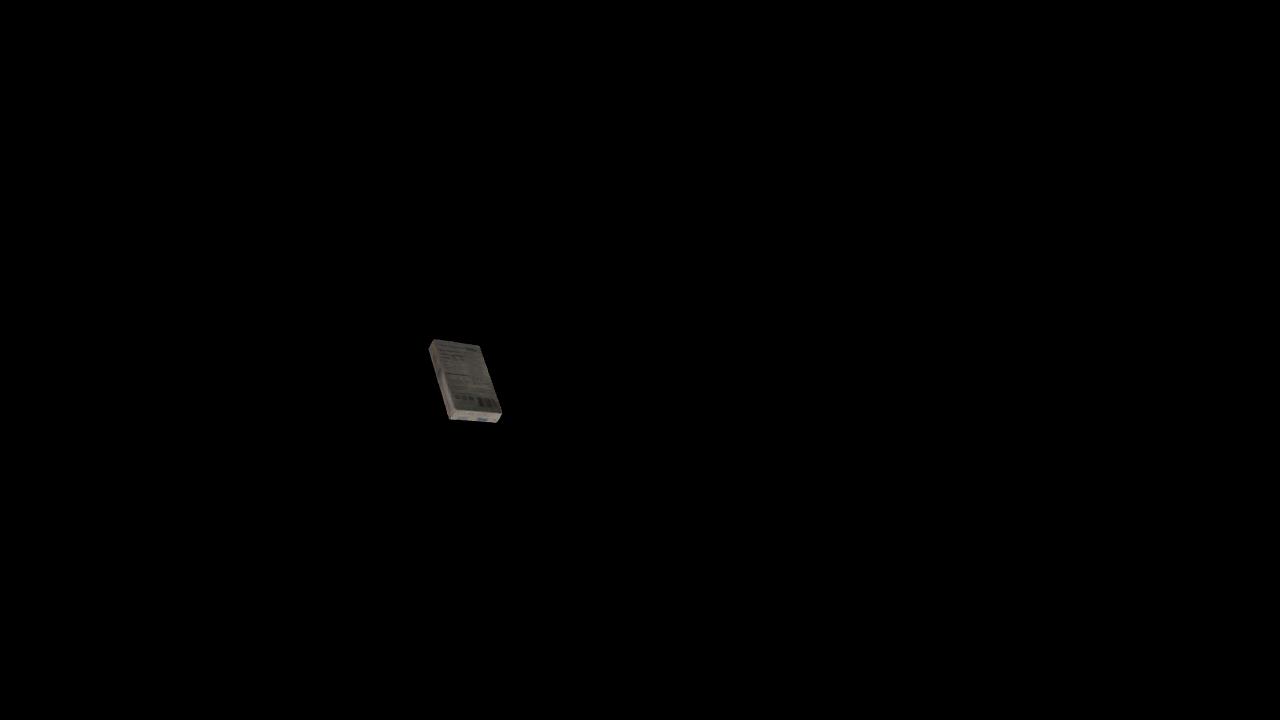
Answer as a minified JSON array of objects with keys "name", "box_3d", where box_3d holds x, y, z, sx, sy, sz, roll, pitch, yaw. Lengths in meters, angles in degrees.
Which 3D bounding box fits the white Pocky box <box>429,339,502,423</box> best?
[{"name":"white Pocky box","box_3d":[-0.277,0.032,0.974,0.084,0.028,0.154,10,39,-41]}]
